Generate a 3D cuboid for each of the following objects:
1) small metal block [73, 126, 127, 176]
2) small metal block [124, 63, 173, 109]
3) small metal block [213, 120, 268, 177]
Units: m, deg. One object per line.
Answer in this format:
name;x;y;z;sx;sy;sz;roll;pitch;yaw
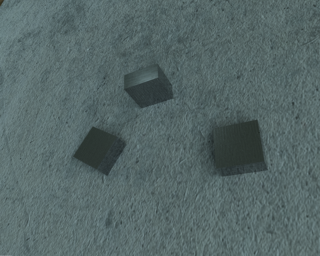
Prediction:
small metal block;-0.083;0.031;0.428;0.050;0.025;0.050;20;72;35
small metal block;-0.015;-0.057;0.431;0.050;0.050;0.025;-16;56;19
small metal block;0.088;0.023;0.343;0.050;0.025;0.050;-12;57;21
